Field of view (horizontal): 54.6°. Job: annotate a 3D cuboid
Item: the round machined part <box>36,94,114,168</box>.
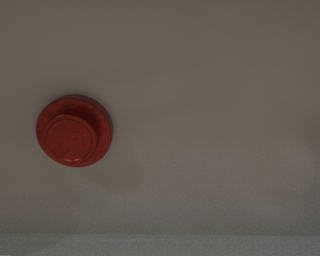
[{"bbox_3d":[-0.113,0.009,0.404,0.099,0.042,0.097,0,110,0],"label":"round machined part"}]
